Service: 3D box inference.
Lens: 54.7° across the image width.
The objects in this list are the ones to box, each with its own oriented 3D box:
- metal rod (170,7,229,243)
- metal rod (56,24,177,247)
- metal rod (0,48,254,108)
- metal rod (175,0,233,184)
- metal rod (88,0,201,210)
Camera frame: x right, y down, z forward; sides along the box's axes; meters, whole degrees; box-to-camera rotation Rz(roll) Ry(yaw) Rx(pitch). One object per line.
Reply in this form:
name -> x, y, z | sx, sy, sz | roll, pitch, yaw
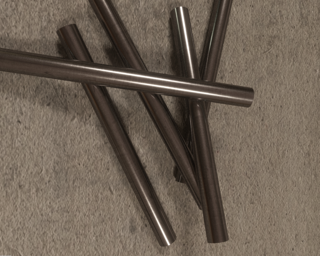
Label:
metal rod -> 0.047, -0.013, 0.392 | 0.025, 0.025, 0.298 | -4, 78, -20
metal rod -> -0.050, 0.016, 0.391 | 0.025, 0.025, 0.299 | -27, 99, -18
metal rod -> -0.038, -0.057, 0.358 | 0.302, 0.025, 0.025 | 7, 88, -9
metal rod -> 0.066, -0.070, 0.434 | 0.025, 0.025, 0.298 | 14, 85, -20
metal rod -> -0.008, -0.032, 0.391 | 0.025, 0.025, 0.299 | -29, 94, -18
